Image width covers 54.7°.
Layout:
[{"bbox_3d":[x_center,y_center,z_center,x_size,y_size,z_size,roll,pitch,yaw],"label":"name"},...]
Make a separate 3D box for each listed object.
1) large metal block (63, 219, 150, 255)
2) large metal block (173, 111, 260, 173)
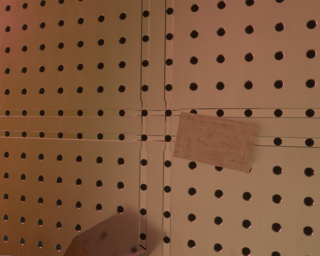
[{"bbox_3d":[-0.072,0.175,0.407,0.080,0.080,0.050,34,101,16],"label":"large metal block"},{"bbox_3d":[0.069,0.013,0.359,0.080,0.080,0.050,11,94,19],"label":"large metal block"}]
